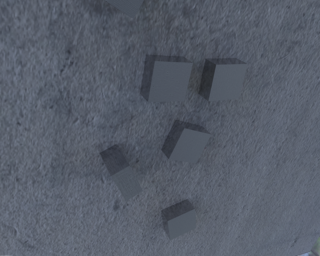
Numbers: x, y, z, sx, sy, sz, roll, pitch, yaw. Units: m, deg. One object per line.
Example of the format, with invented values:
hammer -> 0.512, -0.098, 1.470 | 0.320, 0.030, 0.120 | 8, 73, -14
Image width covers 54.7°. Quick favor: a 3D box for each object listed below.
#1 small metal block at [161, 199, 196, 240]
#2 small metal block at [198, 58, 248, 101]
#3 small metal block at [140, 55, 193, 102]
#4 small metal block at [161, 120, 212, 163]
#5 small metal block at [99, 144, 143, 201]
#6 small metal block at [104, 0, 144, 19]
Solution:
small metal block -> 0.032, 0.154, 0.522 | 0.050, 0.025, 0.050 | -19, 126, -17
small metal block -> 0.084, -0.065, 0.414 | 0.050, 0.025, 0.050 | -7, 122, -25
small metal block -> 0.007, -0.060, 0.375 | 0.050, 0.025, 0.050 | -4, 120, -27
small metal block -> 0.037, 0.020, 0.442 | 0.050, 0.025, 0.050 | 13, 112, -34
small metal block -> -0.050, 0.057, 0.400 | 0.025, 0.050, 0.050 | -29, 129, -10
small metal block -> -0.037, -0.143, 0.299 | 0.050, 0.025, 0.050 | 22, 106, -37
